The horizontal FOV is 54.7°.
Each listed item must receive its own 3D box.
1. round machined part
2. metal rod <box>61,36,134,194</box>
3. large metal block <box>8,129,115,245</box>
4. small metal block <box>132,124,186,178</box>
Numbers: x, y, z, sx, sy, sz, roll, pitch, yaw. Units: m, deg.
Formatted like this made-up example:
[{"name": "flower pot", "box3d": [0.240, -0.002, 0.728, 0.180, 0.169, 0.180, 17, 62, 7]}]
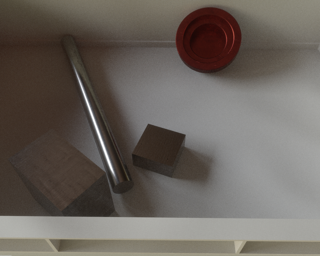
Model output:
[{"name": "round machined part", "box3d": [0.076, -0.134, 0.487, 0.098, 0.042, 0.097, -1, 86, 9]}, {"name": "metal rod", "box3d": [-0.098, -0.040, 0.436, 0.025, 0.025, 0.300, -17, 52, -15]}, {"name": "large metal block", "box3d": [-0.096, 0.060, 0.317, 0.080, 0.080, 0.050, 33, 58, 24]}, {"name": "small metal block", "box3d": [-0.001, 0.027, 0.382, 0.050, 0.025, 0.050, 17, 52, 13]}]
